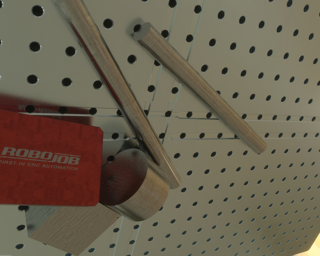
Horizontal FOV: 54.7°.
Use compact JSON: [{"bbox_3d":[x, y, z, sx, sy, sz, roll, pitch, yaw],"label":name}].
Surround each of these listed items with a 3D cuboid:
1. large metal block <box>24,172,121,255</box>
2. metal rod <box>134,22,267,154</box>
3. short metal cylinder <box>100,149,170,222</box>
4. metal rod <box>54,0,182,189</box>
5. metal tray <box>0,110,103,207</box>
[{"bbox_3d":[-0.112,0.109,0.402,0.080,0.050,0.080,-43,130,1],"label":"large metal block"},{"bbox_3d":[0.075,-0.036,0.431,0.025,0.025,0.301,-49,129,6],"label":"metal rod"},{"bbox_3d":[-0.035,0.074,0.403,0.080,0.080,0.050,-42,129,1],"label":"short metal cylinder"},{"bbox_3d":[-0.033,-0.019,0.382,0.025,0.025,0.299,-33,129,-7],"label":"metal rod"},{"bbox_3d":[-0.128,0.035,0.326,0.131,0.030,0.090,11,70,-34],"label":"metal tray"}]
